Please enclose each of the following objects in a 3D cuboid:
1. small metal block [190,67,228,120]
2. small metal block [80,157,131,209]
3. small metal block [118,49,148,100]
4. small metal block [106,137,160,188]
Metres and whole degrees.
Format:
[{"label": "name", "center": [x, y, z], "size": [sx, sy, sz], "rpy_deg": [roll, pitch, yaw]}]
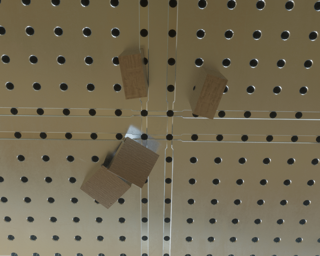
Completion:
[{"label": "small metal block", "center": [0.059, -0.044, 0.384], "size": [0.025, 0.050, 0.050], "rpy_deg": [16, 109, -6]}, {"label": "small metal block", "center": [-0.076, 0.079, 0.442], "size": [0.050, 0.025, 0.050], "rpy_deg": [41, 105, -14]}, {"label": "small metal block", "center": [-0.031, -0.066, 0.375], "size": [0.025, 0.050, 0.050], "rpy_deg": [-7, 110, 3]}, {"label": "small metal block", "center": [-0.037, 0.047, 0.418], "size": [0.050, 0.025, 0.050], "rpy_deg": [31, 75, -11]}]
